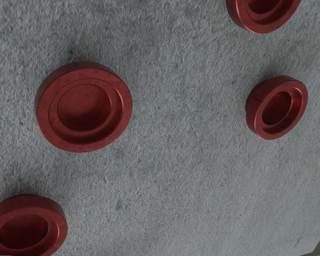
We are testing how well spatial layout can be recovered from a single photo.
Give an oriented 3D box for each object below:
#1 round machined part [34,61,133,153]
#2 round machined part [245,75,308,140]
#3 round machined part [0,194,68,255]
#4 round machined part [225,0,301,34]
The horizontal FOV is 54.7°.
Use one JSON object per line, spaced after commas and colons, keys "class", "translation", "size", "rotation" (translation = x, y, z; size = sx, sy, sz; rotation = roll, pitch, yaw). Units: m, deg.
{"class": "round machined part", "translation": [-0.083, -0.025, 0.335], "size": [0.099, 0.042, 0.097], "rotation": [-14, 124, -21]}
{"class": "round machined part", "translation": [0.169, -0.034, 0.467], "size": [0.099, 0.042, 0.097], "rotation": [-14, 124, -21]}
{"class": "round machined part", "translation": [-0.167, 0.120, 0.379], "size": [0.099, 0.042, 0.097], "rotation": [-14, 124, -21]}
{"class": "round machined part", "translation": [0.116, -0.163, 0.358], "size": [0.099, 0.042, 0.097], "rotation": [-14, 124, -21]}
